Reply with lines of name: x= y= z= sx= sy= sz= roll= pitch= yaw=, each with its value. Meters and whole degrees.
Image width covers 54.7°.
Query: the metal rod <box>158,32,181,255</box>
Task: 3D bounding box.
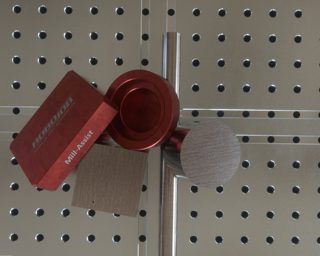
metal rod: x=0.013 y=0.024 z=0.414 sx=0.025 sy=0.025 sz=0.298 roll=1 pitch=90 yaw=0

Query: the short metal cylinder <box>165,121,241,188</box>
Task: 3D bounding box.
short metal cylinder: x=0.052 y=0.031 z=0.388 sx=0.081 sy=0.050 sz=0.079 roll=0 pitch=90 yaw=-20

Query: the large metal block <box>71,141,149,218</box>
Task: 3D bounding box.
large metal block: x=-0.061 y=0.062 z=0.400 sx=0.080 sy=0.050 sz=0.080 roll=10 pitch=90 yaw=0

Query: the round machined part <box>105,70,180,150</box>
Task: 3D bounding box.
round machined part: x=-0.020 y=-0.022 z=0.392 sx=0.098 sy=0.042 sz=0.097 roll=0 pitch=89 yaw=25

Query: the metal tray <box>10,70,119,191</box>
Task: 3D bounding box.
metal tray: x=-0.121 y=0.001 z=0.385 sx=0.130 sy=0.030 sz=0.090 roll=-52 pitch=52 yaw=0
